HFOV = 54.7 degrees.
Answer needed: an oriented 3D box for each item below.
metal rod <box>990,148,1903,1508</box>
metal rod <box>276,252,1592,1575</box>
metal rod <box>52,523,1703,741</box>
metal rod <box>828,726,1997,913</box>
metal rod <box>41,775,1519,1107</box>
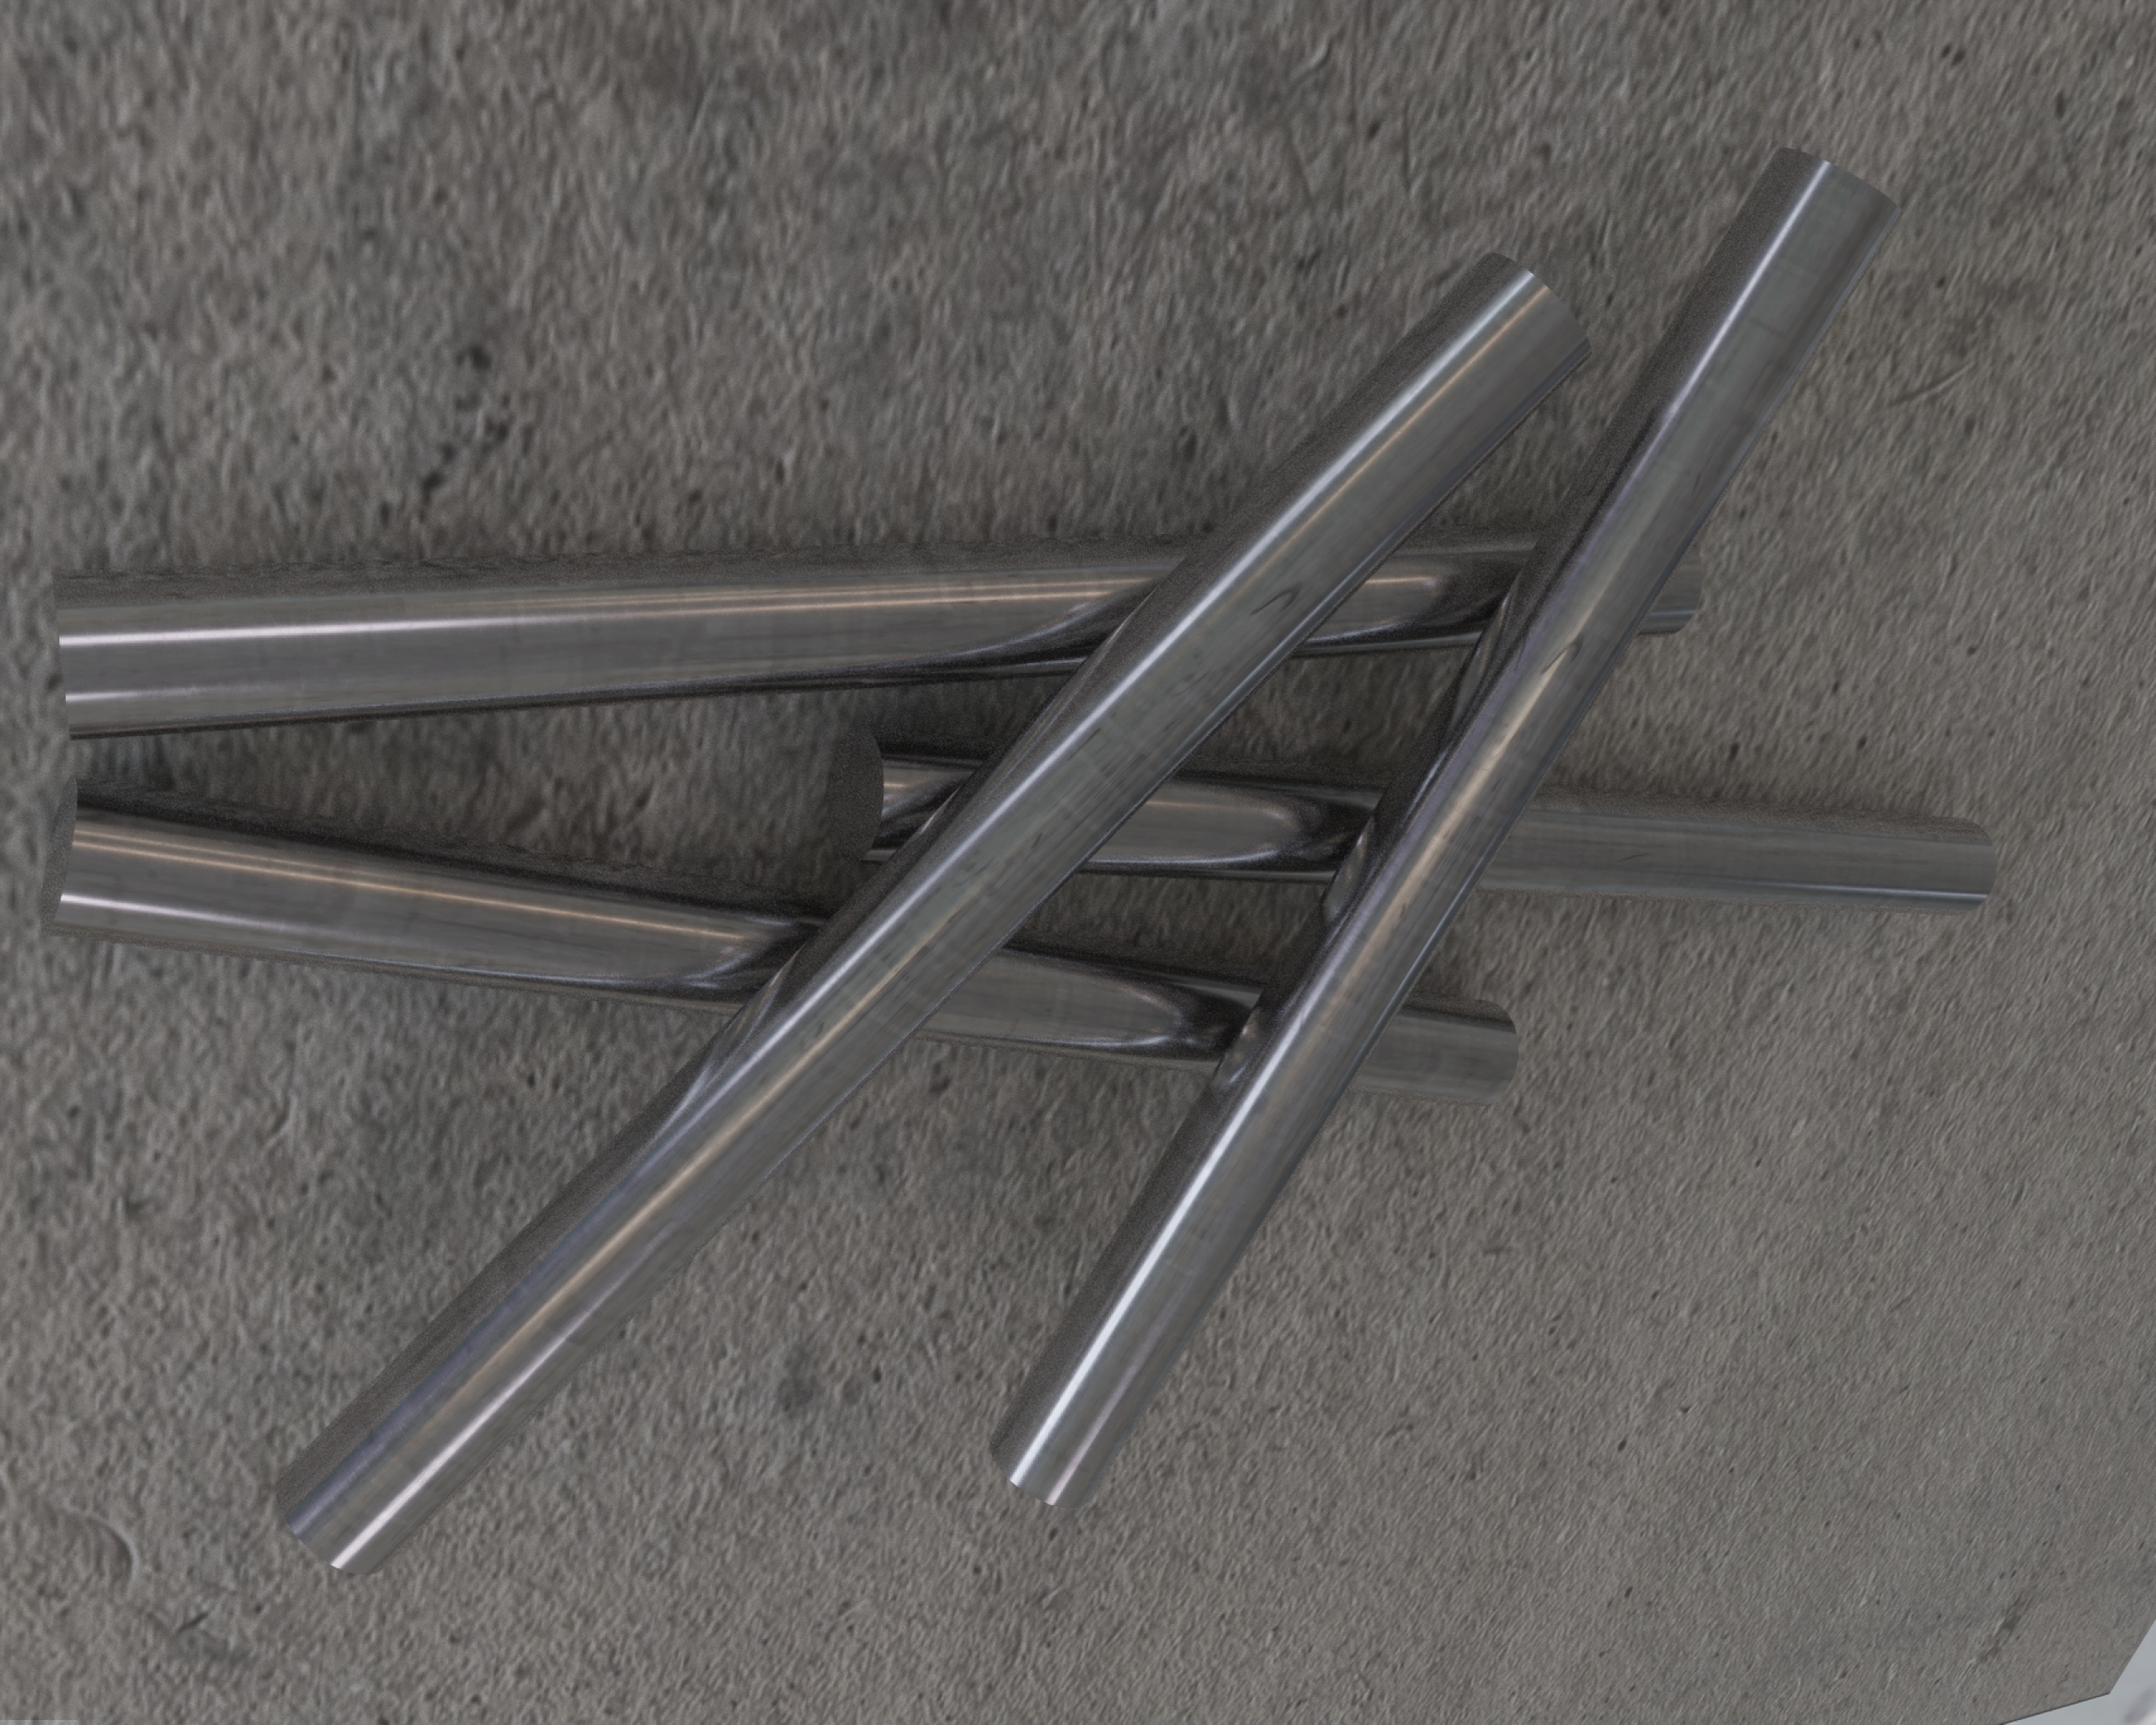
[{"bbox_3d":[0.064,0.004,0.410,0.025,0.025,0.298,19,108,-36],"label":"metal rod"},{"bbox_3d":[-0.027,0.011,0.364,0.300,0.025,0.025,-45,129,3],"label":"metal rod"},{"bbox_3d":[-0.013,-0.045,0.371,0.303,0.025,0.025,-6,121,-26],"label":"metal rod"},{"bbox_3d":[0.091,-0.006,0.452,0.302,0.025,0.025,3,117,-30],"label":"metal rod"},{"bbox_3d":[-0.032,0.022,0.402,0.302,0.025,0.025,10,113,-33],"label":"metal rod"}]
